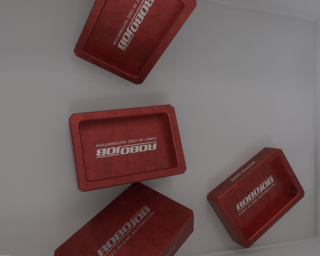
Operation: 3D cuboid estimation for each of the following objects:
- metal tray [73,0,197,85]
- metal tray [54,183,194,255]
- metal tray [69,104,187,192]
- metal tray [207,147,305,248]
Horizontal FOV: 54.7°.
[{"bbox_3d":[-0.031,-0.117,0.347,0.090,0.129,0.030,24,43,-19],"label":"metal tray"},{"bbox_3d":[-0.034,0.123,0.339,0.131,0.090,0.030,-37,136,-40],"label":"metal tray"},{"bbox_3d":[-0.040,0.023,0.382,0.131,0.030,0.090,-7,79,-20],"label":"metal tray"},{"bbox_3d":[0.145,0.100,0.461,0.131,0.030,0.090,-35,101,-17],"label":"metal tray"}]
